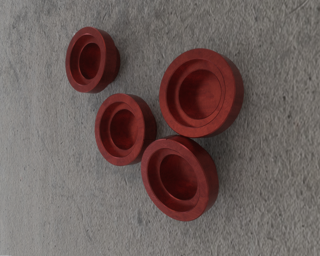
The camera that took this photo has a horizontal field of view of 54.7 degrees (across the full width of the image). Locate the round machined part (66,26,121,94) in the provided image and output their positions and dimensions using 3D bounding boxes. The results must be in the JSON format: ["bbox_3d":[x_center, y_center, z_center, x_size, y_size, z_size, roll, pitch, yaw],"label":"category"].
[{"bbox_3d":[-0.099,-0.102,0.476,0.098,0.042,0.097,0,90,40],"label":"round machined part"}]

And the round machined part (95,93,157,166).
[{"bbox_3d":[-0.043,0.002,0.429,0.098,0.042,0.097,0,90,40],"label":"round machined part"}]

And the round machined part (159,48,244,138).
[{"bbox_3d":[0.050,-0.037,0.352,0.098,0.042,0.097,-1,88,39],"label":"round machined part"}]

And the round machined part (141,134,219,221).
[{"bbox_3d":[0.027,0.054,0.362,0.098,0.042,0.097,15,113,39],"label":"round machined part"}]
